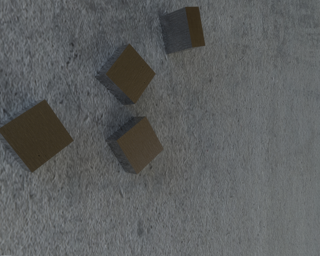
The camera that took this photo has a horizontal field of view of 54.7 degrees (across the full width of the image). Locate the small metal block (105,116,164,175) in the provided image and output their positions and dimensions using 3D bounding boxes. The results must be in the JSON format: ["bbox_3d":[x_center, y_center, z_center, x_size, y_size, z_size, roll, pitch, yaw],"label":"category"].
[{"bbox_3d":[-0.030,0.020,0.379,0.050,0.025,0.050,-42,116,-32],"label":"small metal block"}]

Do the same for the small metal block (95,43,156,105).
[{"bbox_3d":[-0.040,-0.063,0.370,0.050,0.025,0.050,46,63,-30],"label":"small metal block"}]

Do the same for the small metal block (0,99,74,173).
[{"bbox_3d":[-0.123,0.007,0.302,0.050,0.025,0.050,-43,116,-31],"label":"small metal block"}]

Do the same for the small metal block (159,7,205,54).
[{"bbox_3d":[0.029,-0.129,0.412,0.025,0.050,0.050,-19,102,-38],"label":"small metal block"}]
